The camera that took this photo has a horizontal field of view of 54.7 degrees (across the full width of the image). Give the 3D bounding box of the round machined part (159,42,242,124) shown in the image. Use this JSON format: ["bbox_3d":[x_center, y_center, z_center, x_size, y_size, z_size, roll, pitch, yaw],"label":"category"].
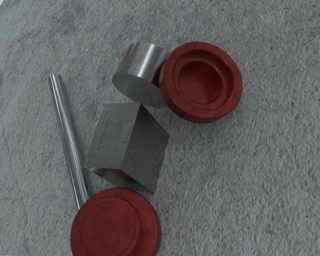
[{"bbox_3d":[0.046,-0.052,0.379,0.099,0.042,0.098,4,74,-14],"label":"round machined part"}]

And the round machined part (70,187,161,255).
[{"bbox_3d":[-0.050,0.112,0.334,0.098,0.042,0.098,-3,64,7],"label":"round machined part"}]

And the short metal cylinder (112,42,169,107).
[{"bbox_3d":[-0.018,-0.070,0.421,0.080,0.080,0.050,11,67,32],"label":"short metal cylinder"}]

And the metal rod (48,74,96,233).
[{"bbox_3d":[-0.134,0.019,0.462,0.025,0.025,0.300,-33,52,7],"label":"metal rod"}]

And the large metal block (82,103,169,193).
[{"bbox_3d":[-0.036,0.025,0.372,0.050,0.080,0.080,0,62,28],"label":"large metal block"}]
